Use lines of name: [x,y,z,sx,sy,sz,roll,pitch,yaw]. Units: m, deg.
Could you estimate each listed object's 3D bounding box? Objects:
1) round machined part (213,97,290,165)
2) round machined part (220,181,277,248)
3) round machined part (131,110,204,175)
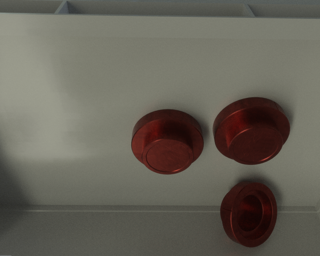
round machined part: [0.122,0.011,0.408,0.099,0.042,0.097,0,130,0]
round machined part: [0.134,0.132,0.488,0.098,0.098,0.042,33,163,-25]
round machined part: [0.010,0.026,0.420,0.099,0.042,0.097,0,130,0]
